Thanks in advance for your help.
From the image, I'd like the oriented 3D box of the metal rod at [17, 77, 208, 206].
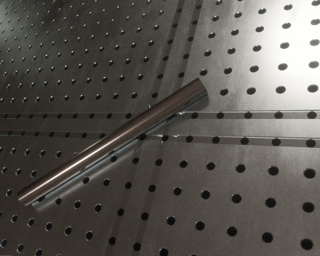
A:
[{"bbox_3d":[-0.070,0.022,0.429,0.300,0.025,0.025,-32,52,7],"label":"metal rod"}]
